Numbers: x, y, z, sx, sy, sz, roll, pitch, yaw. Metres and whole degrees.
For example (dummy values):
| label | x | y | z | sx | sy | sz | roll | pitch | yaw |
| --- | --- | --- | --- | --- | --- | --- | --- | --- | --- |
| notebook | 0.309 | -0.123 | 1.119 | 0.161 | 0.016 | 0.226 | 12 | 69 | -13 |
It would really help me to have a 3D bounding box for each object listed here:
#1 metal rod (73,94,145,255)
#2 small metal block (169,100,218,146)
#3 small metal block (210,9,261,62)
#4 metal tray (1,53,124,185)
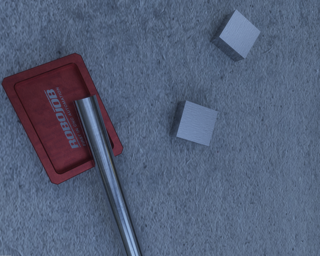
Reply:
| label | x | y | z | sx | sy | sz | roll | pitch | yaw |
| --- | --- | --- | --- | --- | --- | --- | --- | --- | --- |
| metal rod | -0.045 | 0.107 | 0.371 | 0.025 | 0.025 | 0.298 | -20 | 105 | -19 |
| small metal block | 0.046 | -0.006 | 0.427 | 0.050 | 0.025 | 0.050 | 17 | 84 | -20 |
| small metal block | 0.110 | -0.133 | 0.451 | 0.050 | 0.025 | 0.050 | 35 | 79 | -17 |
| metal tray | -0.111 | -0.011 | 0.365 | 0.091 | 0.030 | 0.129 | -26 | 99 | -19 |
